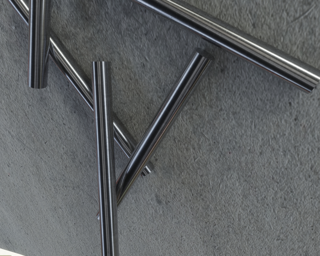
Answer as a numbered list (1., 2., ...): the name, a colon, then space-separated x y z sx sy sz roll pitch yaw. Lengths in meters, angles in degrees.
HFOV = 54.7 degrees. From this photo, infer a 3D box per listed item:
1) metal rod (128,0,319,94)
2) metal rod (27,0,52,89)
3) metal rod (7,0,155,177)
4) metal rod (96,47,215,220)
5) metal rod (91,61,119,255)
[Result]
1. metal rod: 0.021 -0.119 0.321 0.301 0.025 0.025 30 128 8
2. metal rod: -0.130 -0.183 0.342 0.025 0.025 0.298 24 121 14
3. metal rod: -0.104 -0.056 0.427 0.025 0.025 0.299 -27 104 37
4. metal rod: -0.019 0.029 0.409 0.025 0.025 0.298 35 121 5
5. metal rod: -0.074 0.061 0.425 0.025 0.025 0.298 5 102 26
